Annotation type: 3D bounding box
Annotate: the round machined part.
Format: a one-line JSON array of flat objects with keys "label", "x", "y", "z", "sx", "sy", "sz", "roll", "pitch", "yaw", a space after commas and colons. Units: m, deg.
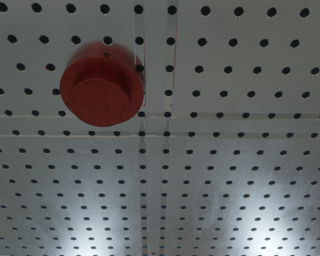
[{"label": "round machined part", "x": -0.069, "y": -0.039, "z": 0.366, "sx": 0.099, "sy": 0.042, "sz": 0.097, "roll": -1, "pitch": 130, "yaw": 0}]
